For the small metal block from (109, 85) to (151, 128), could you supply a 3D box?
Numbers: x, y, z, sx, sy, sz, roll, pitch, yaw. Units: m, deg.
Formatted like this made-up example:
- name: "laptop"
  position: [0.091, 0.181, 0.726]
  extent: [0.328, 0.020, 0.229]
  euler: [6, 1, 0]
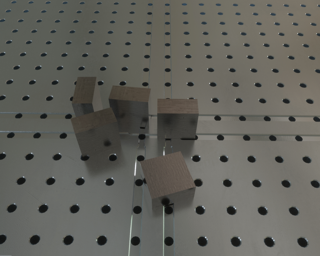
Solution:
- name: "small metal block"
  position: [-0.038, -0.028, 0.415]
  extent: [0.050, 0.050, 0.025]
  euler: [5, 50, 4]

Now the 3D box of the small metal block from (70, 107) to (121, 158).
- name: "small metal block"
  position: [-0.078, 0.006, 0.385]
  extent: [0.050, 0.050, 0.025]
  euler: [-17, 53, -14]

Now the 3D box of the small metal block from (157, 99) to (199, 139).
- name: "small metal block"
  position: [0.022, -0.011, 0.401]
  extent: [0.050, 0.050, 0.025]
  euler: [0, 50, 0]

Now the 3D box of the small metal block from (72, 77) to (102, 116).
- name: "small metal block"
  position: [-0.097, -0.034, 0.418]
  extent: [0.025, 0.050, 0.050]
  euler: [-1, 50, -1]

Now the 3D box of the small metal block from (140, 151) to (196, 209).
- name: "small metal block"
  position: [0.008, 0.059, 0.358]
  extent: [0.050, 0.025, 0.050]
  euler: [-13, 51, -11]
